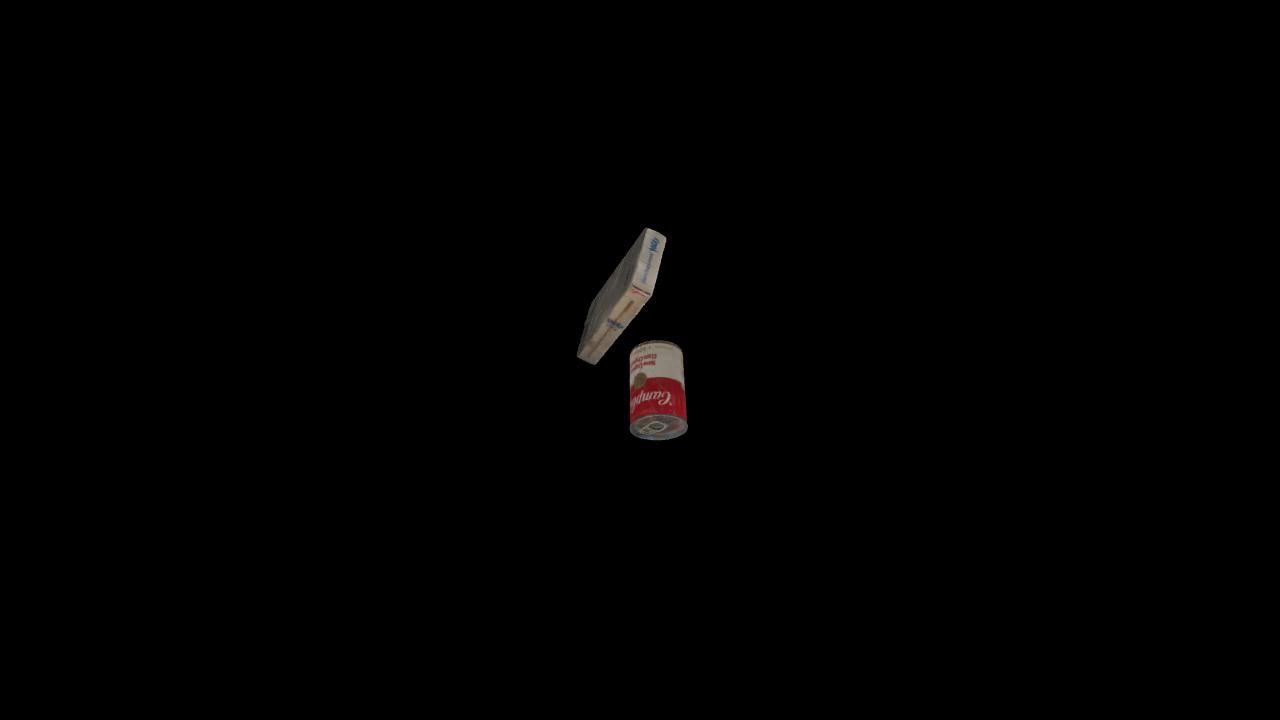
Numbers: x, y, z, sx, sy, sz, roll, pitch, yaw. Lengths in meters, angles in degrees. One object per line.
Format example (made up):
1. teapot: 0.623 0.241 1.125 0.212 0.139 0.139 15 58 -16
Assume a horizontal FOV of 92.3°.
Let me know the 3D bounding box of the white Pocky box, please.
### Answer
1. white Pocky box: -0.023 -0.065 0.663 0.028 0.084 0.154 24 -36 -15

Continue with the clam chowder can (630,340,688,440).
1. clam chowder can: 0.021 0.036 0.733 0.068 0.102 0.068 0 -31 0
